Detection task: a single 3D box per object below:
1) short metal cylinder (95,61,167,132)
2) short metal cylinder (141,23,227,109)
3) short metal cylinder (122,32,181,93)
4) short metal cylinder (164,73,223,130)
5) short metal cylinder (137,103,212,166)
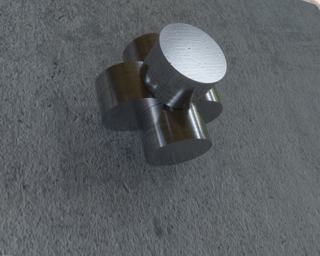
[{"bbox_3d":[-0.034,-0.036,0.375,0.081,0.080,0.050,-1,63,-29],"label":"short metal cylinder"},{"bbox_3d":[0.025,-0.068,0.343,0.081,0.050,0.080,14,56,-21],"label":"short metal cylinder"},{"bbox_3d":[-0.006,-0.082,0.418,0.081,0.080,0.050,-2,63,-30],"label":"short metal cylinder"},{"bbox_3d":[0.037,-0.036,0.414,0.081,0.080,0.050,0,62,-29],"label":"short metal cylinder"},{"bbox_3d":[0.017,0.008,0.376,0.081,0.080,0.050,0,62,-29],"label":"short metal cylinder"}]
